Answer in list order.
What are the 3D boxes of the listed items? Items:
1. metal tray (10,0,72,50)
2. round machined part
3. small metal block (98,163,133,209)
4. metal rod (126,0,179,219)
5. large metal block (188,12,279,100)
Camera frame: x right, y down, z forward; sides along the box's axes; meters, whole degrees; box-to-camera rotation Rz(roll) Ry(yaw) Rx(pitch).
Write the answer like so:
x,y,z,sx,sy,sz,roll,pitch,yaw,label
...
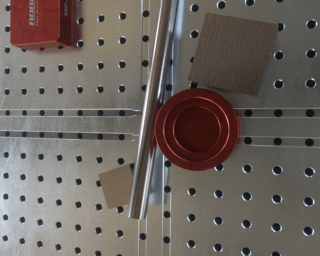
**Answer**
x,y,z,sx,sy,sz,roll,pitch,yaw,label
-0.182,-0.190,0.472,0.090,0.030,0.129,0,90,19,metal tray
0.046,0.002,0.382,0.098,0.042,0.097,0,90,12,round machined part
-0.052,0.080,0.430,0.050,0.025,0.050,-20,84,18,small metal block
-0.008,-0.035,0.400,0.025,0.025,0.298,8,87,19,metal rod
0.088,-0.083,0.368,0.080,0.050,0.079,17,96,19,large metal block
